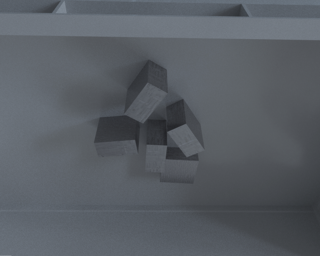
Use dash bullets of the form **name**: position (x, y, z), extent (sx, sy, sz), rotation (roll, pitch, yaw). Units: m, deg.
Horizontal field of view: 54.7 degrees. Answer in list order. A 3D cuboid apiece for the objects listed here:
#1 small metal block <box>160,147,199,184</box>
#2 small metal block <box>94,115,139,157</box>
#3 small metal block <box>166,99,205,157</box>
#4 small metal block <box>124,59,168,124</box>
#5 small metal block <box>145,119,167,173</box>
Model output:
- **small metal block**: position (0.027, 0.055, 0.457), extent (0.050, 0.025, 0.050), rotation (4, 130, -4)
- **small metal block**: position (-0.054, 0.009, 0.400), extent (0.050, 0.050, 0.025), rotation (-5, 130, 3)
- **small metal block**: position (0.032, 0.000, 0.393), extent (0.025, 0.050, 0.050), rotation (-25, 126, 19)
- **small metal block**: position (-0.016, -0.042, 0.357), extent (0.025, 0.050, 0.050), rotation (27, 125, -21)
- **small metal block**: position (-0.005, 0.024, 0.413), extent (0.025, 0.050, 0.050), rotation (3, 130, -3)
